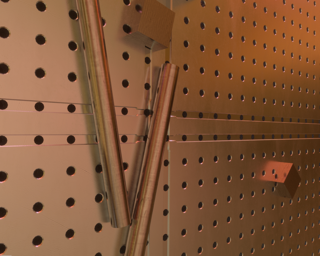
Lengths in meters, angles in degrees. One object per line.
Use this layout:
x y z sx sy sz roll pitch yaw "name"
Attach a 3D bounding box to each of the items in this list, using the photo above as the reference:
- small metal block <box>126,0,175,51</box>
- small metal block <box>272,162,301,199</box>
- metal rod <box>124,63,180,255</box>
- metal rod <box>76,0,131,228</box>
-0.011 -0.134 0.399 0.050 0.025 0.050 18 79 -39 "small metal block"
0.255 0.105 0.623 0.050 0.025 0.050 -52 120 -27 "small metal block"
-0.014 0.062 0.397 0.025 0.025 0.299 18 79 -39 "metal rod"
-0.066 -0.033 0.353 0.025 0.025 0.298 -13 98 -39 "metal rod"
